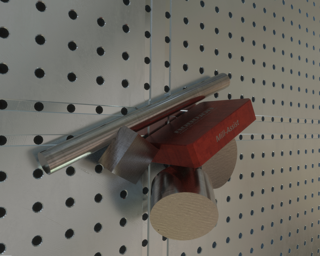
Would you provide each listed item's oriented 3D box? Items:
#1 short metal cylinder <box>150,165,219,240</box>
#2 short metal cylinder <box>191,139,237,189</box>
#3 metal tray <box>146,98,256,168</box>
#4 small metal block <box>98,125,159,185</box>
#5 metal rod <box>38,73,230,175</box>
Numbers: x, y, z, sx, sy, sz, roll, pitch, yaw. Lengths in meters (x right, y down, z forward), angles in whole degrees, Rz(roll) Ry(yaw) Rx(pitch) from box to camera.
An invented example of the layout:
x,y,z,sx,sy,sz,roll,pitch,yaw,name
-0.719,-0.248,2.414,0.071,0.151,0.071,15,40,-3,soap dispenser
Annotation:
x,y,z,sx,sy,sz,roll,pitch,yaw,name
0.028,0.092,0.384,0.080,0.080,0.050,55,17,-26,short metal cylinder
0.065,0.040,0.436,0.081,0.050,0.079,-11,106,-42,short metal cylinder
0.053,0.002,0.406,0.131,0.090,0.030,-33,111,-35,metal tray
-0.035,0.032,0.359,0.050,0.025,0.050,-56,143,-7,small metal block
-0.008,-0.020,0.398,0.302,0.025,0.025,-27,107,-37,metal rod
